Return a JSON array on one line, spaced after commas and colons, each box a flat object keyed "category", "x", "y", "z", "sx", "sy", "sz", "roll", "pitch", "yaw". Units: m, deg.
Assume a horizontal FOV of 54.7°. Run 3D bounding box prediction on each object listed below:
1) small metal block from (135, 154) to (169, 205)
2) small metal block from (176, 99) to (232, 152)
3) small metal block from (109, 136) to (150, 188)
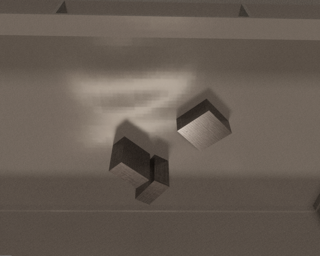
[{"category": "small metal block", "x": -0.012, "y": 0.076, "z": 0.458, "sx": 0.025, "sy": 0.050, "sz": 0.050, "roll": 28, "pitch": 125, "yaw": -22}, {"category": "small metal block", "x": 0.058, "y": -0.003, "z": 0.408, "sx": 0.050, "sy": 0.025, "sz": 0.050, "roll": -34, "pitch": 123, "yaw": 25}, {"category": "small metal block", "x": -0.041, "y": 0.048, "z": 0.433, "sx": 0.025, "sy": 0.050, "sz": 0.050, "roll": -37, "pitch": 122, "yaw": 26}]
